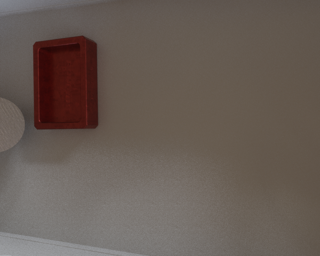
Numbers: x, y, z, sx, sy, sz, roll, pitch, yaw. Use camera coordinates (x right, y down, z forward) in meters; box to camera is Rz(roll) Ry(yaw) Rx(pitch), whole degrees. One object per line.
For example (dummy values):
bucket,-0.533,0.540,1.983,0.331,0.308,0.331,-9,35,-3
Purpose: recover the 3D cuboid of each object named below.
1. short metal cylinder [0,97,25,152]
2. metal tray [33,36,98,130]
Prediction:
short metal cylinder,-0.247,-0.004,0.459,0.050,0.081,0.079,-2,89,61
metal tray,-0.139,-0.063,0.455,0.090,0.030,0.129,-1,90,19
